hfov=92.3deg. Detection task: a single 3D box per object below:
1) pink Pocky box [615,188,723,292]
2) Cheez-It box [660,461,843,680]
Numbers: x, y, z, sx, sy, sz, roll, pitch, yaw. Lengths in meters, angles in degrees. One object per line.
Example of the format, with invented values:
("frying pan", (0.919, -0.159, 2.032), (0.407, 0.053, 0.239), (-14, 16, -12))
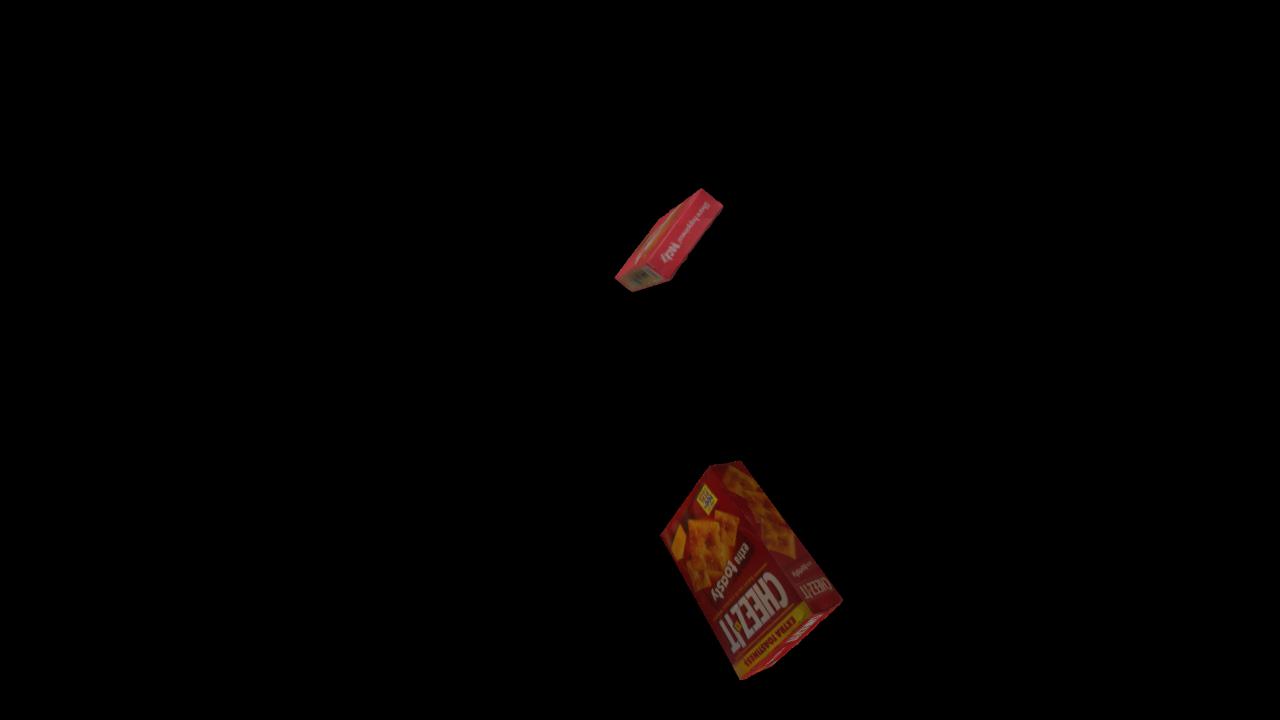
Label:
("pink Pocky box", (0.023, -0.110, 0.597), (0.029, 0.084, 0.155), (37, -5, -12))
("Cheez-It box", (0.133, 0.270, 0.809), (0.071, 0.166, 0.223), (-2, 44, -37))
